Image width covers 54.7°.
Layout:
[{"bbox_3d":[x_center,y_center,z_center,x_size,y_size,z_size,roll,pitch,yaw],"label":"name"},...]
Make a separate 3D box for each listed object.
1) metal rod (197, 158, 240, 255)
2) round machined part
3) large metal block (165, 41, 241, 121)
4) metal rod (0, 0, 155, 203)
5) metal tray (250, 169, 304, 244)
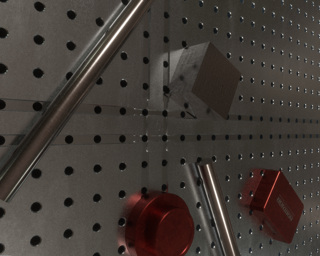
[{"bbox_3d":[0.112,0.188,0.506,0.025,0.025,0.298,-30,109,-36],"label":"metal rod"},{"bbox_3d":[0.007,0.135,0.407,0.099,0.042,0.097,0,90,-40],"label":"round machined part"},{"bbox_3d":[0.065,-0.064,0.450,0.080,0.050,0.080,34,69,-35],"label":"large metal block"},{"bbox_3d":[-0.081,-0.057,0.342,0.025,0.025,0.300,45,63,-31],"label":"metal rod"},{"bbox_3d":[0.231,0.153,0.604,0.130,0.030,0.090,49,61,-29],"label":"metal tray"}]
